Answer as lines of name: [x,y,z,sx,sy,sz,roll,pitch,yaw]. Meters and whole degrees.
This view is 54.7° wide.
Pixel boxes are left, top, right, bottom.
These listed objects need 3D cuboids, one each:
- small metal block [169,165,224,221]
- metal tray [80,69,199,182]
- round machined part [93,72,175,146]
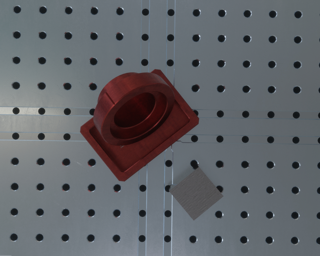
small metal block: [0.047,0.085,0.414,0.050,0.025,0.050,-40,90,0]
metal tray: [-0.026,-0.004,0.410,0.130,0.030,0.090,-38,90,0]
round machined part: [-0.035,-0.027,0.371,0.098,0.098,0.042,-38,60,0]
